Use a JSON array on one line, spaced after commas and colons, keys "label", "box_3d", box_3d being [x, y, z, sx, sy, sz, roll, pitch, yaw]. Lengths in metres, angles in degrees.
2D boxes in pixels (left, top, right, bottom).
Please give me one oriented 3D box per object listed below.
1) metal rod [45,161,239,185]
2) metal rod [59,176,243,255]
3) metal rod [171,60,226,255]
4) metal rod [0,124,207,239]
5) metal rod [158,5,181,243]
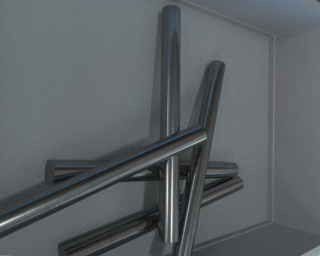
[{"label": "metal rod", "box_3d": [0.004, 0.057, 0.410, 0.302, 0.025, 0.025, 6, 87, -40]}, {"label": "metal rod", "box_3d": [0.014, 0.114, 0.419, 0.302, 0.025, 0.025, -11, 97, -40]}, {"label": "metal rod", "box_3d": [0.056, 0.037, 0.428, 0.025, 0.025, 0.299, 31, 63, -36]}, {"label": "metal rod", "box_3d": [-0.067, 0.054, 0.317, 0.302, 0.025, 0.025, -22, 104, -32]}, {"label": "metal rod", "box_3d": [0.013, -0.012, 0.395, 0.025, 0.025, 0.298, 9, 78, -40]}]
